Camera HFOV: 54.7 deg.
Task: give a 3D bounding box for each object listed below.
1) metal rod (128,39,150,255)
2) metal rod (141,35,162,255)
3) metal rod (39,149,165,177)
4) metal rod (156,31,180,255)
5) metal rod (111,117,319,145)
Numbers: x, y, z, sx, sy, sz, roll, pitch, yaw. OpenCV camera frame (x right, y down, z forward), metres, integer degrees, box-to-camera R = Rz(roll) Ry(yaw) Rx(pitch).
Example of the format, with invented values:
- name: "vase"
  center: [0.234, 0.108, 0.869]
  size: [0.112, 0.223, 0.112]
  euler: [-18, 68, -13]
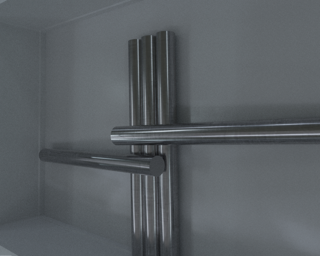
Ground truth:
- name: "metal rod"
  center: [-0.029, 0.029, 0.427]
  size: [0.025, 0.025, 0.298]
  euler: [-2, 89, 39]
- name: "metal rod"
  center: [-0.010, 0.029, 0.411]
  size: [0.025, 0.025, 0.298]
  euler: [-2, 89, 39]
- name: "metal rod"
  center: [-0.109, 0.048, 0.471]
  size: [0.300, 0.025, 0.025]
  euler: [-1, 89, 45]
- name: "metal rod"
  center: [0.010, 0.028, 0.395]
  size: [0.025, 0.025, 0.298]
  euler: [-2, 89, 39]
- name: "metal rod"
  center: [0.070, 0.005, 0.324]
  size: [0.300, 0.025, 0.025]
  euler: [-2, 89, 33]
